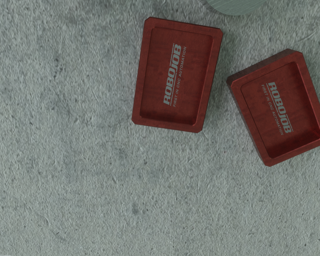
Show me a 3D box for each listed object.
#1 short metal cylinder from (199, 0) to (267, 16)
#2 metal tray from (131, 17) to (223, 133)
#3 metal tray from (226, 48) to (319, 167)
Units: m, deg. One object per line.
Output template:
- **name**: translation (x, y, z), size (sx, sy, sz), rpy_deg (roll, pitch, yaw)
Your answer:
- **short metal cylinder**: translation (0.079, -0.165, 0.337), size (0.081, 0.050, 0.079), rpy_deg (0, 110, 0)
- **metal tray**: translation (0.018, -0.064, 0.383), size (0.091, 0.030, 0.129), rpy_deg (8, 110, -4)
- **metal tray**: translation (0.153, -0.024, 0.399), size (0.090, 0.030, 0.130), rpy_deg (-26, 108, 9)
